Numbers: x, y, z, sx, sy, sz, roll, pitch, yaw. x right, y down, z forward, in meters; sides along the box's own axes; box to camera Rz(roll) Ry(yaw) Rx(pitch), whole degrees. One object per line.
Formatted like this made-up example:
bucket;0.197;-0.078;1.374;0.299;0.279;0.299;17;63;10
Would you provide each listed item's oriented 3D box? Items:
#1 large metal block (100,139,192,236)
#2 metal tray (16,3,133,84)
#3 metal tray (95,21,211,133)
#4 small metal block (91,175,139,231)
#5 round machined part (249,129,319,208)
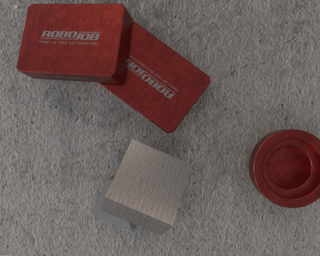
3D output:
large metal block;-0.016;0.072;0.378;0.080;0.050;0.080;24;55;-2
metal tray;-0.105;-0.106;0.385;0.131;0.030;0.090;5;82;13
metal tray;-0.012;-0.065;0.407;0.130;0.030;0.090;36;90;0
small metal block;-0.055;0.098;0.410;0.050;0.025;0.050;27;90;0
round machined part;0.165;0.050;0.403;0.099;0.042;0.097;0;90;0
